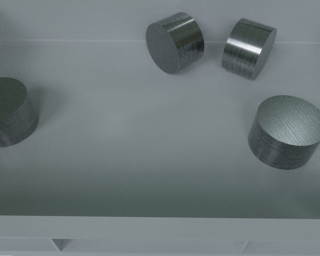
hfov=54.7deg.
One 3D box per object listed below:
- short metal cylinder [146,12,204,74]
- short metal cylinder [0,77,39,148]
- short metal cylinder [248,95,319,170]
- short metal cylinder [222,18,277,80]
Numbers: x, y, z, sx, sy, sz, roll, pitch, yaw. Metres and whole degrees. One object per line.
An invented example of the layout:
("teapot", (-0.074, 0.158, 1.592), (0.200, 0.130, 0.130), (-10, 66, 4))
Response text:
("short metal cylinder", (0.022, -0.131, 0.480), (0.050, 0.080, 0.080), (-31, 57, -23))
("short metal cylinder", (-0.208, -0.021, 0.405), (0.080, 0.050, 0.080), (0, 50, 0))
("short metal cylinder", (0.156, 0.005, 0.386), (0.080, 0.050, 0.080), (0, 50, 0))
("short metal cylinder", (0.135, -0.120, 0.471), (0.050, 0.080, 0.080), (27, 55, 21))
